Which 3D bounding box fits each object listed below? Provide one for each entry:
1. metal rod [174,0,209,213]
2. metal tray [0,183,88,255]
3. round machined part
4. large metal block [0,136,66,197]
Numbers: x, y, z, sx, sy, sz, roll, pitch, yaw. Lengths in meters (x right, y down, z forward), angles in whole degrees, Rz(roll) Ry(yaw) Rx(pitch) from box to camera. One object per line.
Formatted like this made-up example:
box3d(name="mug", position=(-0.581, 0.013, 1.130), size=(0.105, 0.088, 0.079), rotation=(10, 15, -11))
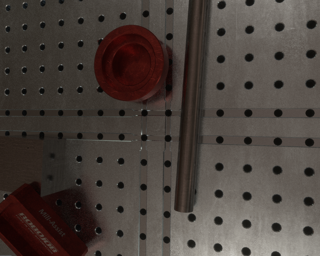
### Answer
box3d(name="metal rod", position=(0.041, -0.043, 0.397), size=(0.025, 0.025, 0.298), rotation=(5, 91, 19))
box3d(name="metal tray", position=(-0.176, 0.151, 0.440), size=(0.090, 0.030, 0.130), rotation=(-38, 96, 29))
box3d(name="round machined part", position=(-0.034, -0.083, 0.415), size=(0.098, 0.042, 0.097), rotation=(0, 90, 19))
box3d(name="large metal block", position=(-0.193, 0.054, 0.465), size=(0.080, 0.050, 0.079), rotation=(4, 91, 19))
